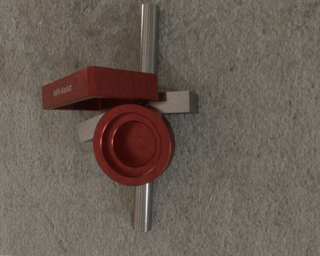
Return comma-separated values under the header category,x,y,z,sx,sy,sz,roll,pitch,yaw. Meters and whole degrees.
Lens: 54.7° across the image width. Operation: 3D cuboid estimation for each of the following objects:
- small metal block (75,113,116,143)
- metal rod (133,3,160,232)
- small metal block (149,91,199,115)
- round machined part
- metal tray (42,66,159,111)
category,x,y,z,sx,sy,sz,roll,pitch,yaw
small metal block,-0.077,-0.001,0.423,0.050,0.050,0.025,-20,84,18
metal rod,-0.018,-0.013,0.416,0.025,0.025,0.298,2,91,19
small metal block,0.019,-0.030,0.390,0.050,0.050,0.025,-2,90,19
round machined part,-0.028,0.018,0.381,0.098,0.042,0.097,1,94,17
metal tray,-0.076,-0.043,0.377,0.130,0.091,0.030,-5,87,49
